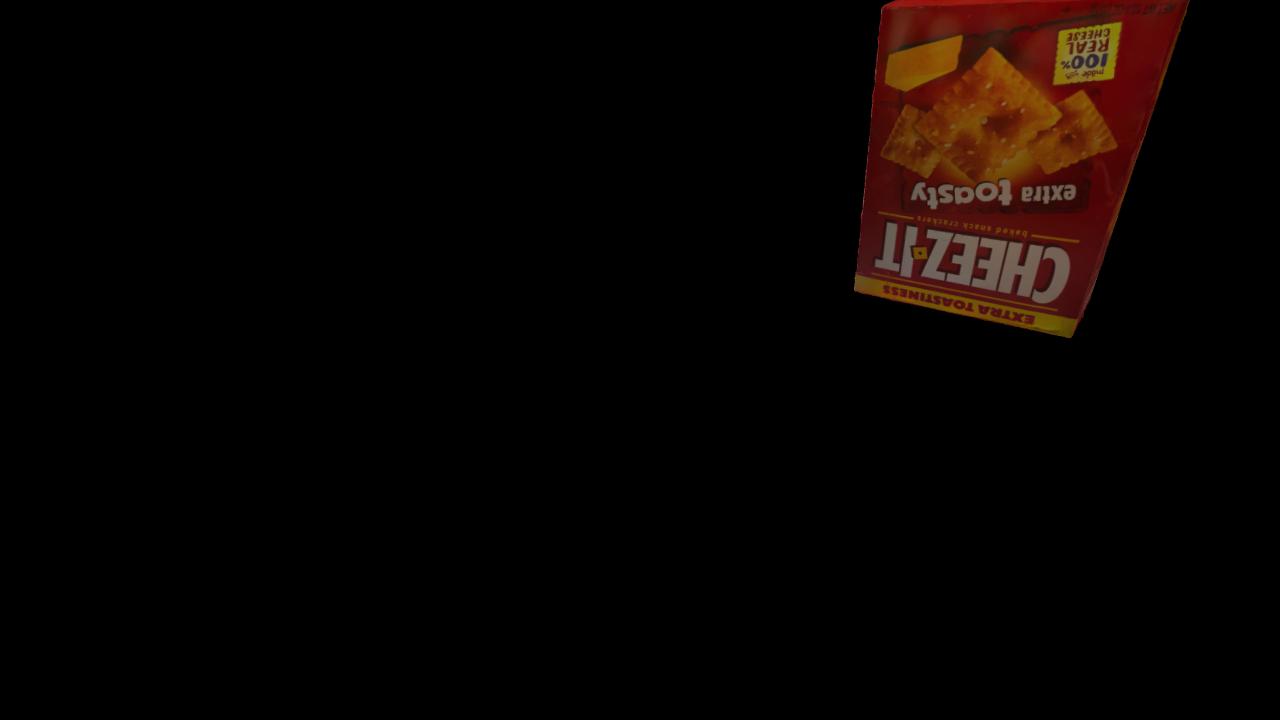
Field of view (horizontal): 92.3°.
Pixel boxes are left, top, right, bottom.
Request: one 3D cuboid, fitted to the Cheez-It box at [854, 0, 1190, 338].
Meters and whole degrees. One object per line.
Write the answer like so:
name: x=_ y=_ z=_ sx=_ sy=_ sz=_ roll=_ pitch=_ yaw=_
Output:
Cheez-It box: x=0.253 y=-0.140 z=0.445 sx=0.166 sy=0.223 sz=0.071 roll=21 pitch=44 yaw=35
